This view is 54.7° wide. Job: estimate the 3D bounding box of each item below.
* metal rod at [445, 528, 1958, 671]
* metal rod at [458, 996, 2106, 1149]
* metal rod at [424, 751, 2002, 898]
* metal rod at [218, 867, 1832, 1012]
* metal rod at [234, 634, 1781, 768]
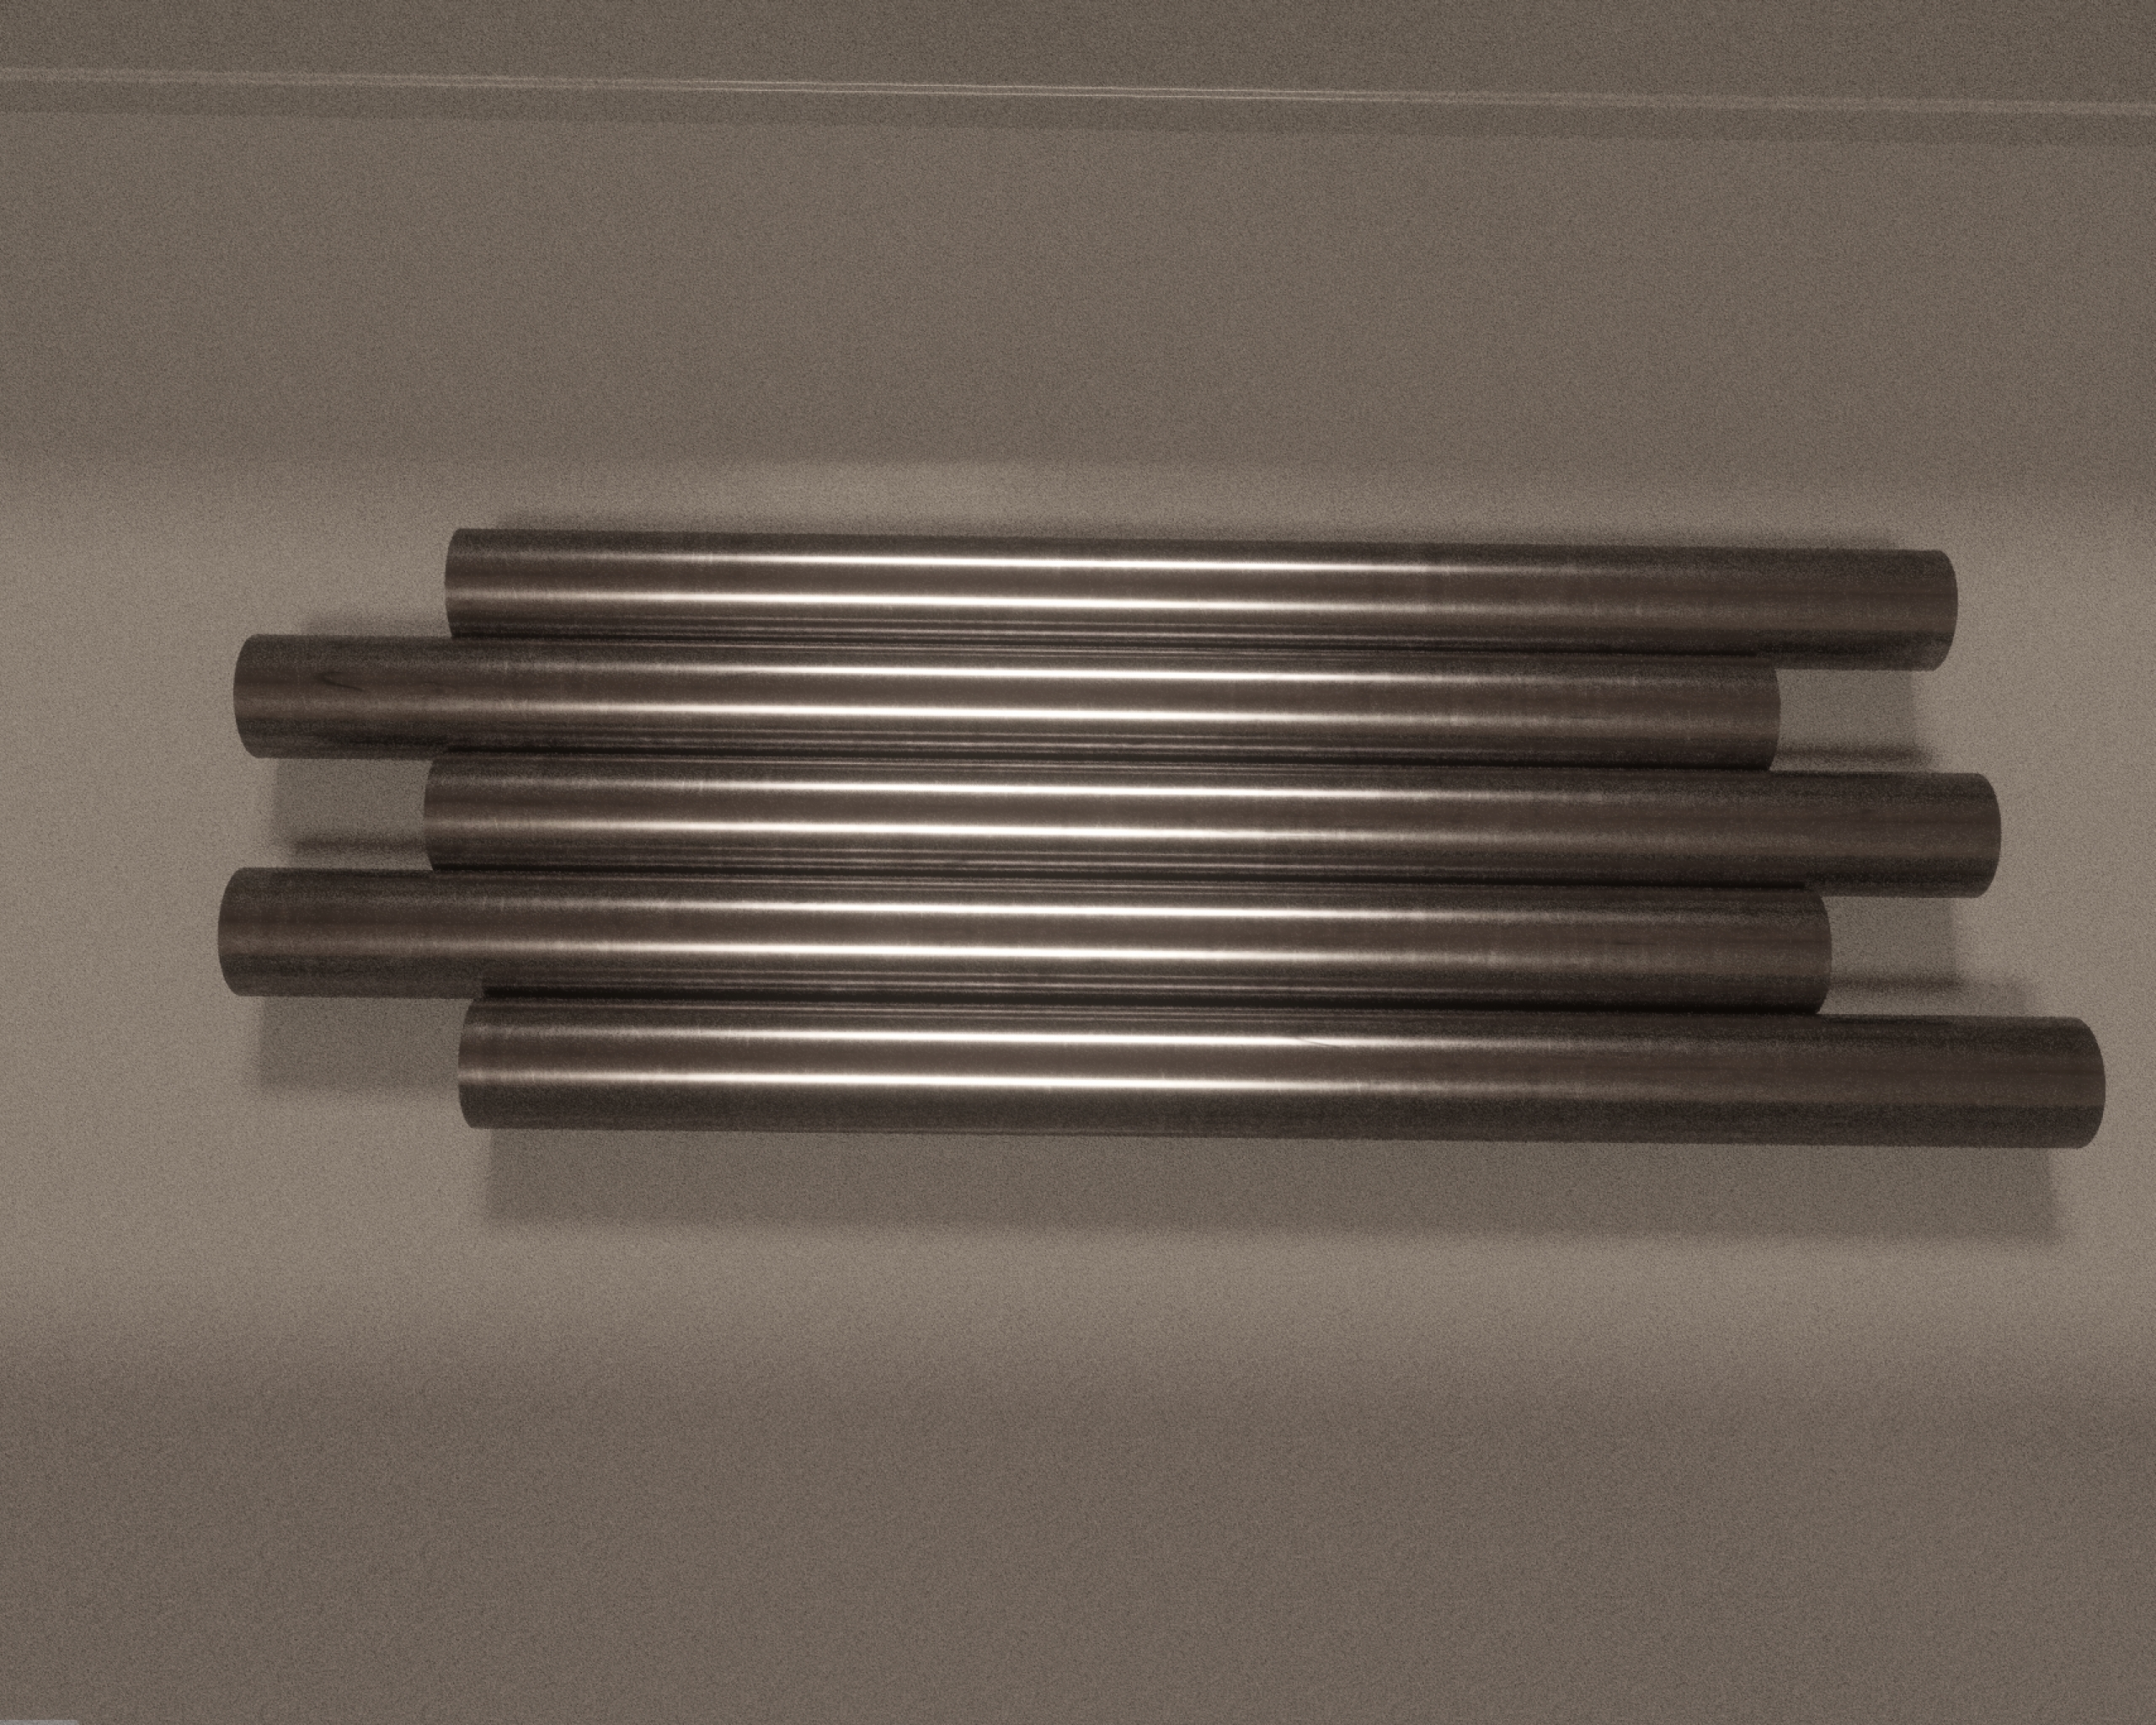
[{"bbox_3d":[0.025,-0.054,0.428,0.302,0.025,0.025,1,70,0],"label":"metal rod"},{"bbox_3d":[0.038,0.040,0.394,0.302,0.025,0.025,1,70,0],"label":"metal rod"},{"bbox_3d":[0.026,-0.007,0.411,0.302,0.025,0.025,1,70,0],"label":"metal rod"},{"bbox_3d":[-0.009,0.015,0.402,0.302,0.025,0.025,1,70,0],"label":"metal rod"},{"bbox_3d":[-0.013,-0.031,0.419,0.302,0.025,0.025,1,70,0],"label":"metal rod"}]
